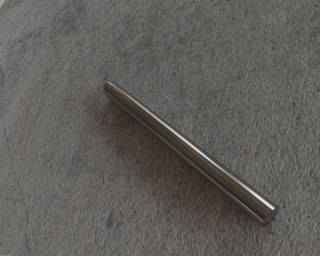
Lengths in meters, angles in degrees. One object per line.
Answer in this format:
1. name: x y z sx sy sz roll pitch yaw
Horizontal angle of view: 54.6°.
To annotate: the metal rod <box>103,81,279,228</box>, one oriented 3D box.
1. metal rod: 0.014 0.012 0.389 0.025 0.025 0.300 -47 51 -5
